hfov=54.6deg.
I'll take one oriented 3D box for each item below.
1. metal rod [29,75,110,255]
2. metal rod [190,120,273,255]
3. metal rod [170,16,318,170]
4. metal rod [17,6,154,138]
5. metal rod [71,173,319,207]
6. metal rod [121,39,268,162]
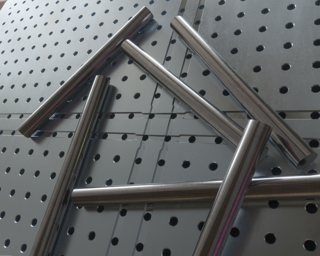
[{"bbox_3d":[-0.125,0.053,0.442,0.025,0.025,0.300,-1,61,28],"label":"metal rod"},{"bbox_3d":[0.037,0.130,0.288,0.025,0.025,0.299,19,78,35],"label":"metal rod"},{"bbox_3d":[0.087,-0.067,0.404,0.025,0.025,0.300,-35,51,5],"label":"metal rod"},{"bbox_3d":[-0.126,-0.098,0.535,0.300,0.025,0.025,-45,51,-3],"label":"metal rod"},{"bbox_3d":[0.027,0.073,0.350,0.300,0.025,0.025,-8,58,24],"label":"metal rod"},{"bbox_3d":[0.026,-0.054,0.427,0.025,0.025,0.300,-43,51,-1],"label":"metal rod"}]
